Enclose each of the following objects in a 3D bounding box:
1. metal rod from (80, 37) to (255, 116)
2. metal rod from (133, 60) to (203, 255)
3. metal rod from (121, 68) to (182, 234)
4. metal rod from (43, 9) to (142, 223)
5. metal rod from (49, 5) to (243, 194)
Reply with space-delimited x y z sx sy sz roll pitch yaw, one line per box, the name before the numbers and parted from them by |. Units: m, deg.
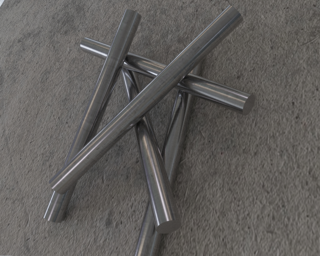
metal rod | -0.012 -0.081 0.424 0.300 0.025 0.025 27 77 35
metal rod | 0.017 0.016 0.385 0.025 0.025 0.300 1 62 29
metal rod | -0.024 -0.009 0.399 0.025 0.025 0.300 -28 45 11
metal rod | -0.089 -0.020 0.420 0.025 0.025 0.299 17 83 34
metal rod | -0.020 -0.030 0.373 0.300 0.025 0.025 -44 51 5
